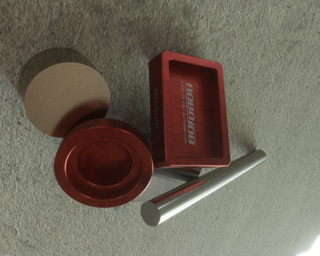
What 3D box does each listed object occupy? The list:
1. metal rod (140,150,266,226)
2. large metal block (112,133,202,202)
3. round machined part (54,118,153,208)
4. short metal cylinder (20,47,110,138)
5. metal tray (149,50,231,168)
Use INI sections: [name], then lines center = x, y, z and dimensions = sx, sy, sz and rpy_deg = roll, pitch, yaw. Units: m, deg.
[metal rod]
center = 0.082, 0.066, 0.420
dimensions = 0.302, 0.025, 0.025
rpy_deg = -11, 127, -52
[large metal block]
center = -0.006, 0.048, 0.400
dimensions = 0.081, 0.080, 0.050
rpy_deg = 4, 116, -31
[round machined part]
center = -0.058, 0.033, 0.330
dimensions = 0.099, 0.042, 0.097
rpy_deg = -3, 116, -5
[short metal cylinder]
center = -0.097, -0.037, 0.317
dimensions = 0.081, 0.050, 0.079
rpy_deg = -14, 125, -21
[metal tray]
center = 0.035, -0.019, 0.365
dimensions = 0.091, 0.030, 0.129
rpy_deg = 5, 76, -31
